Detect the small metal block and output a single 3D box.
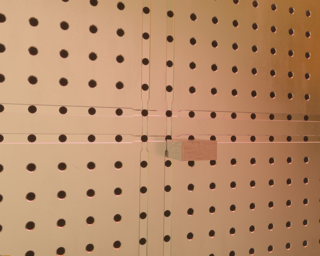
[{"bbox_3d":[0.041,0.028,0.414,0.050,0.050,0.025,0,90,-20],"label":"small metal block"}]
